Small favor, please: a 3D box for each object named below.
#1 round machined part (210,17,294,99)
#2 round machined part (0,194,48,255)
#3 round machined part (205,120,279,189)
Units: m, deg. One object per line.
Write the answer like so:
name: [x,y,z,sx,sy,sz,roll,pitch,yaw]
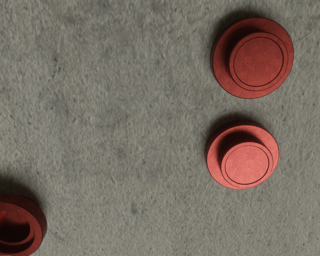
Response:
round machined part: [0.112,-0.082,0.372,0.099,0.042,0.097,0,110,-1]
round machined part: [-0.212,0.136,0.448,0.099,0.042,0.097,0,110,-1]
round machined part: [0.112,0.041,0.418,0.099,0.042,0.097,0,110,-1]
